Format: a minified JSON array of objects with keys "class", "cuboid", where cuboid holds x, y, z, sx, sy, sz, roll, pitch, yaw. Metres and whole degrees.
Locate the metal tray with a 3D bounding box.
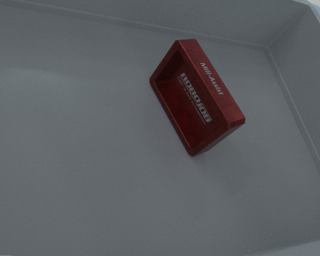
[{"class":"metal tray","cuboid":[0.043,-0.039,0.406,0.030,0.090,0.130,-17,71,-36]}]
